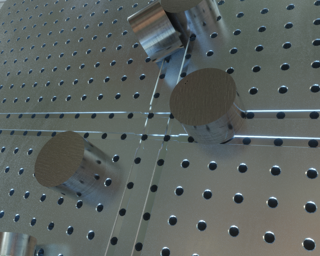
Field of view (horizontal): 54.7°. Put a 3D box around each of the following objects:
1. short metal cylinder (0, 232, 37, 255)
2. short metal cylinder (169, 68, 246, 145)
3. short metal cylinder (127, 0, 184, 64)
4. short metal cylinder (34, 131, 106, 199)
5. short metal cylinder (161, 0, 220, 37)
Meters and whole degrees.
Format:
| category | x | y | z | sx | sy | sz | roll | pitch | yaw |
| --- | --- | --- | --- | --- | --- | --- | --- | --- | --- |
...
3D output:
| category | x | y | z | sx | sy | sz | roll | pitch | yaw |
| --- | --- | --- | --- | --- | --- | --- | --- | --- | --- |
| short metal cylinder | -0.195 | 0.163 | 0.376 | 0.080 | 0.080 | 0.050 | -18 | 55 | 18 |
| short metal cylinder | 0.058 | -0.026 | 0.377 | 0.080 | 0.050 | 0.080 | -13 | 56 | 21 |
| short metal cylinder | -0.006 | -0.144 | 0.464 | 0.050 | 0.080 | 0.080 | -29 | 52 | 10 |
| short metal cylinder | -0.122 | 0.051 | 0.425 | 0.080 | 0.050 | 0.080 | -13 | 56 | 21 |
| short metal cylinder | 0.048 | -0.191 | 0.484 | 0.080 | 0.050 | 0.080 | -13 | 56 | 21 |
